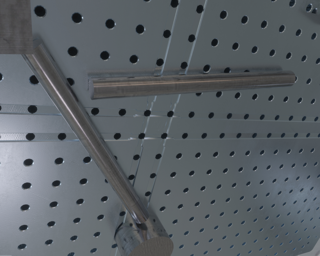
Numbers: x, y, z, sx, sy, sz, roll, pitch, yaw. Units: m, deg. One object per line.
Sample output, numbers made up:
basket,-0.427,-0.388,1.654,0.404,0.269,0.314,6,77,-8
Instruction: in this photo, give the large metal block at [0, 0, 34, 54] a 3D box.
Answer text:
large metal block,-0.131,-0.108,0.238,0.050,0.080,0.079,-6,121,-26

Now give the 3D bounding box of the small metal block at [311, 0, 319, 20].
small metal block,0.252,-0.175,0.440,0.050,0.025,0.050,16,110,-35

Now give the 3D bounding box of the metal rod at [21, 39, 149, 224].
metal rod,-0.076,0.029,0.387,0.025,0.025,0.299,-31,129,-9

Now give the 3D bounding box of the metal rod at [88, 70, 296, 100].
metal rod,0.060,-0.059,0.406,0.303,0.025,0.025,-7,122,-25

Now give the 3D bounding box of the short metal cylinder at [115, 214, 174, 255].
short metal cylinder,-0.025,0.185,0.495,0.081,0.050,0.079,-14,124,-21
